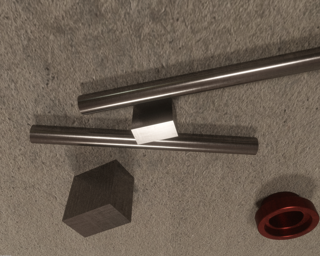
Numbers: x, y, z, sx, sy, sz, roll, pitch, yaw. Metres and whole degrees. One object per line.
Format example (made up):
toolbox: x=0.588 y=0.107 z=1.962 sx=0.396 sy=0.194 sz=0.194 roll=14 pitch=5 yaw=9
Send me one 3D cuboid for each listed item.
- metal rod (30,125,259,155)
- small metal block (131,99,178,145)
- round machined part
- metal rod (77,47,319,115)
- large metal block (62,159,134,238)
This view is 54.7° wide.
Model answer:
metal rod: x=-0.018 y=0.017 z=0.420 sx=0.302 sy=0.025 sz=0.025 roll=3 pitch=130 yaw=-4
small metal block: x=-0.006 y=-0.010 z=0.382 sx=0.050 sy=0.050 sz=0.025 roll=-12 pitch=129 yaw=10
round machined part: x=0.210 y=0.145 z=0.523 sx=0.099 sy=0.042 sz=0.097 roll=-1 pitch=130 yaw=0
metal rod: x=0.051 y=-0.055 z=0.361 sx=0.301 sy=0.025 sz=0.025 roll=-10 pitch=130 yaw=8
large metal block: x=-0.088 y=0.104 z=0.458 sx=0.080 sy=0.080 sz=0.050 roll=-23 pitch=127 yaw=18
